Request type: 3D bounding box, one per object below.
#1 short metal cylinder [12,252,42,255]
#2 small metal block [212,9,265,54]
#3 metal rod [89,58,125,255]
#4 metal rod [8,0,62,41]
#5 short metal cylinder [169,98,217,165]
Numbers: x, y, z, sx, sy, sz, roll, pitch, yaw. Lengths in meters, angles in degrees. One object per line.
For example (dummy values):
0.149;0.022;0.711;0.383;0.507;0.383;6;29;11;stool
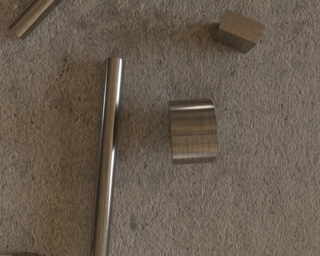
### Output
-0.181;0.208;0.396;0.081;0.050;0.080;0;90;0;short metal cylinder
0.099;-0.123;0.398;0.050;0.050;0.025;22;90;0;small metal block
-0.071;0.058;0.409;0.025;0.025;0.298;5;90;0;metal rod
-0.087;-0.233;0.409;0.025;0.025;0.300;43;90;0;metal rod
0.038;0.004;0.383;0.050;0.080;0.080;-3;90;0;short metal cylinder
